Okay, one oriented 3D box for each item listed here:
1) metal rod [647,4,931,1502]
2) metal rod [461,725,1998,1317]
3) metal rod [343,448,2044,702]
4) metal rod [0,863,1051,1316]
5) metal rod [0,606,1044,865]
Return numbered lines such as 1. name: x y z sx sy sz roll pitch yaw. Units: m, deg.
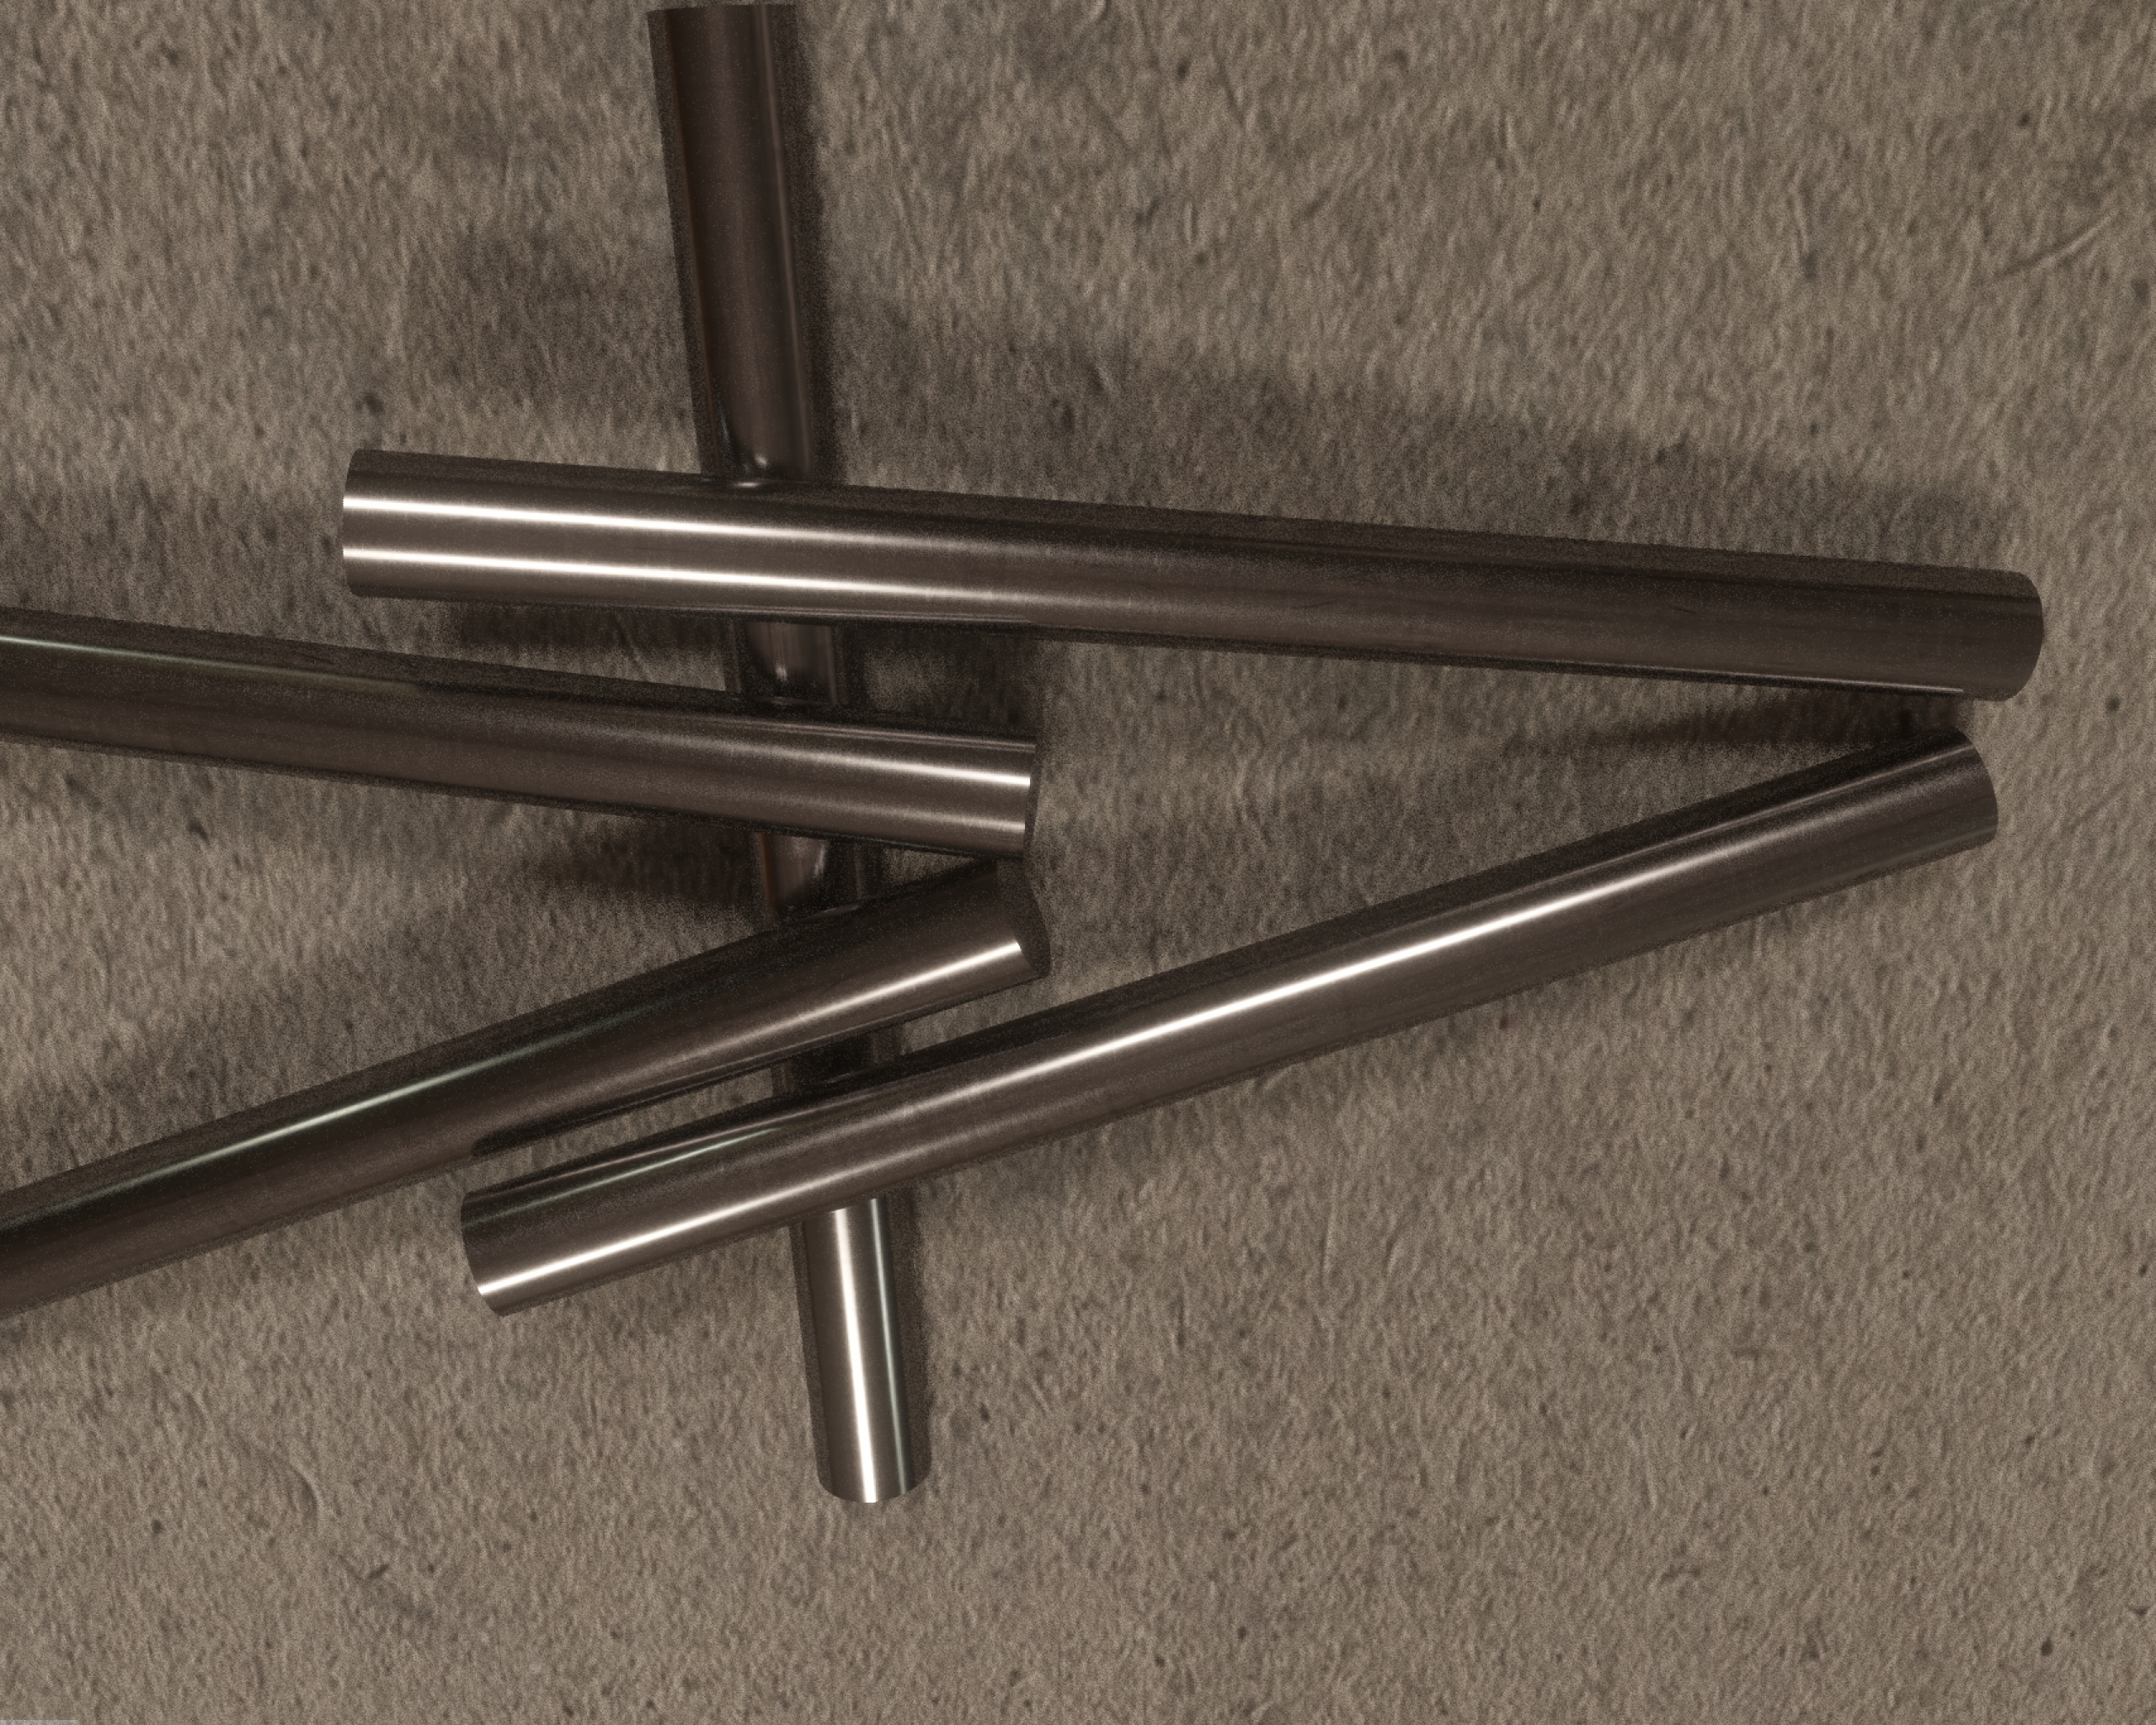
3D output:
1. metal rod: -0.053 -0.006 0.408 0.025 0.025 0.298 -3 110 1
2. metal rod: 0.030 0.030 0.406 0.302 0.025 0.025 -18 110 -1
3. metal rod: 0.027 -0.050 0.375 0.302 0.025 0.025 3 110 -8
4. metal rod: -0.149 0.057 0.415 0.301 0.025 0.025 -19 109 12
5. metal rod: -0.158 -0.030 0.383 0.302 0.025 0.025 7 110 3
